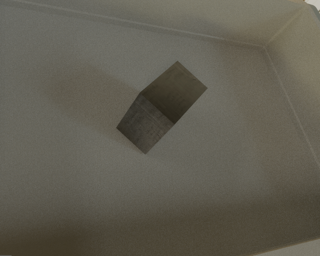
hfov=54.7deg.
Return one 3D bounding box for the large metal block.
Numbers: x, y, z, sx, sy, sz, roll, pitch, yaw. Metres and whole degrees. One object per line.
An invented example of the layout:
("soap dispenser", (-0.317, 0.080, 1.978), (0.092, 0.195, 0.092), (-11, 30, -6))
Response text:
("large metal block", (0.002, -0.024, 0.384), (0.050, 0.080, 0.080), (43, 51, 1))
